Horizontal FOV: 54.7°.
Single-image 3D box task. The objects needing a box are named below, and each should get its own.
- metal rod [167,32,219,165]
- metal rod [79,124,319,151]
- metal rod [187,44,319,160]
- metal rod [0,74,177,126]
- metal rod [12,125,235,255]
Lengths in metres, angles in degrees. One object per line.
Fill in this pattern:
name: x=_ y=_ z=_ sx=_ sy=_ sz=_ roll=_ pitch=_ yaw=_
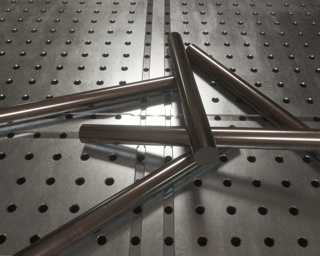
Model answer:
metal rod: x=0.035 y=-0.064 z=0.422 sx=0.025 sy=0.025 sz=0.300 roll=-3 pitch=38 yaw=-3
metal rod: x=0.048 y=0.010 z=0.367 sx=0.301 sy=0.025 sz=0.025 roll=1 pitch=49 yaw=13
metal rod: x=0.141 y=-0.037 z=0.440 sx=0.025 sy=0.025 sz=0.300 roll=-30 pitch=57 yaw=-23
metal rod: x=-0.118 y=-0.036 z=0.436 sx=0.302 sy=0.025 sz=0.025 roll=-13 pitch=51 yaw=-11
metal rod: x=-0.025 y=0.073 z=0.345 sx=0.302 sy=0.025 sz=0.025 roll=-28 pitch=56 yaw=-22
